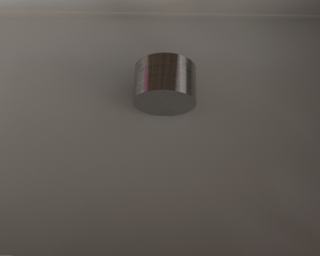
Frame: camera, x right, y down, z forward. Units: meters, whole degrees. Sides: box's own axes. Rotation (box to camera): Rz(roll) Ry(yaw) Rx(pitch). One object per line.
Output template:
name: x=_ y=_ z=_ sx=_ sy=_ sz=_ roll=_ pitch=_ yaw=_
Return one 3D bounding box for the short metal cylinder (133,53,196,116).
short metal cylinder: x=0.006 y=-0.054 z=0.400 sx=0.080 sy=0.080 sz=0.050 roll=2 pitch=70 yaw=1
